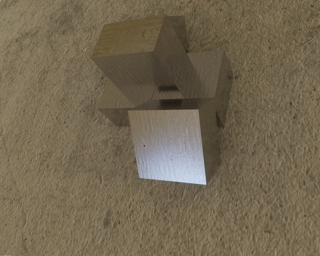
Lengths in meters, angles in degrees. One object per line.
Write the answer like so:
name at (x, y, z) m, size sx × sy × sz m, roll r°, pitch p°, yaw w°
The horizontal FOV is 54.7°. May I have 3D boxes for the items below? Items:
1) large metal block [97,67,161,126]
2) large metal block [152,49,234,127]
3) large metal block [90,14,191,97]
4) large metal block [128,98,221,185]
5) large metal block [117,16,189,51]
large metal block at (-0.029, -0.049, 0.431) m, size 0.080 × 0.050 × 0.080 m, roll 1°, pitch 62°, yaw 28°
large metal block at (0.042, -0.048, 0.394) m, size 0.080 × 0.050 × 0.080 m, roll 1°, pitch 62°, yaw 28°
large metal block at (-0.019, -0.080, 0.364) m, size 0.080 × 0.080 × 0.050 m, roll 1°, pitch 63°, yaw 28°
large metal block at (0.018, 0.012, 0.344) m, size 0.080 × 0.079 × 0.050 m, roll 1°, pitch 18°, yaw 28°
large metal block at (-0.014, -0.130, 0.448) m, size 0.080 × 0.050 × 0.080 m, roll 0°, pitch 18°, yaw 28°
